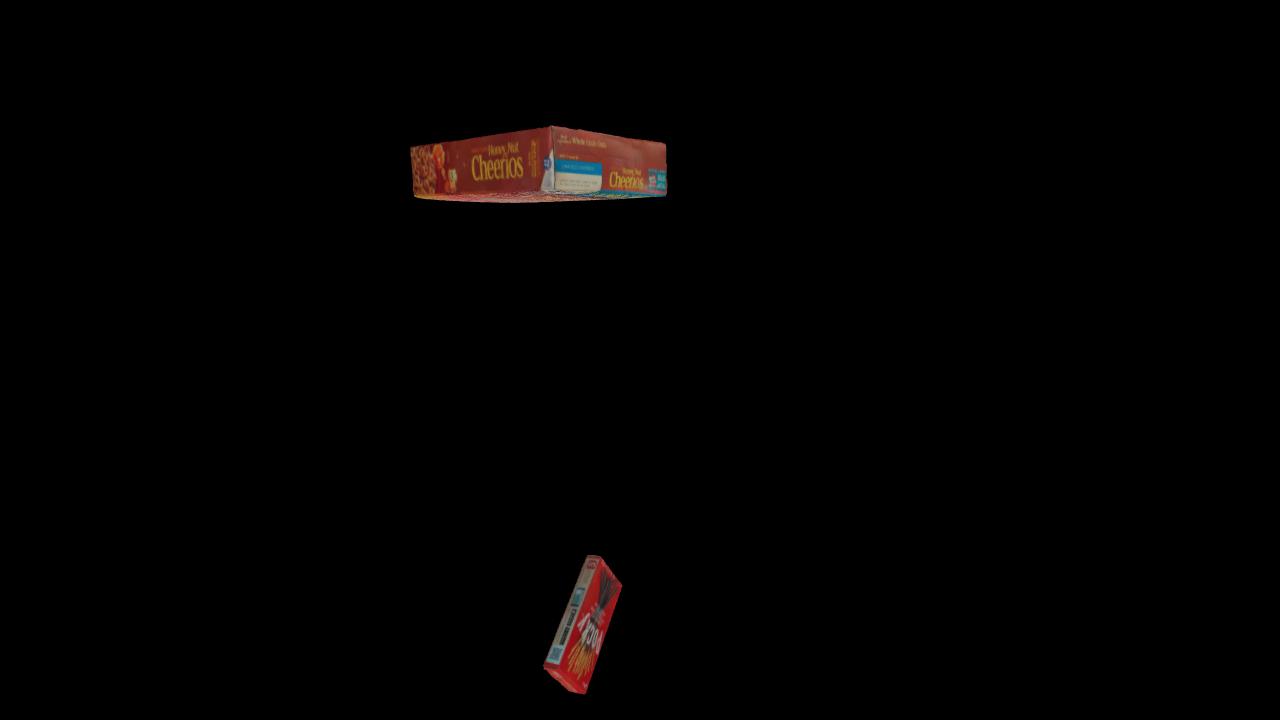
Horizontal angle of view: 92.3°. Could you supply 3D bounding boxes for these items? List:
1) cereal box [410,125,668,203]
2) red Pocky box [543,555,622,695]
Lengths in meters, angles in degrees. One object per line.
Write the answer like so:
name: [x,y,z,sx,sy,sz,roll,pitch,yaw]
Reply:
cereal box: [-0.141,-0.257,0.837,0.306,0.081,0.203,11,17,39]
red Pocky box: [-0.072,0.351,0.822,0.028,0.083,0.155,-2,44,27]
